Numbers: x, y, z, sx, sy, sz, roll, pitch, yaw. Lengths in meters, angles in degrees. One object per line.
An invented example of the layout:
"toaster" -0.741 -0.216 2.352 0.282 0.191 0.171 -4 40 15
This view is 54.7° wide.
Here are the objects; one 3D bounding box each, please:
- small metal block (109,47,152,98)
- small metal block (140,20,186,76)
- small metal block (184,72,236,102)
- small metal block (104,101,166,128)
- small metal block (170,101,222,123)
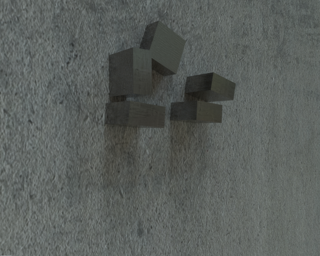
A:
"small metal block" -0.035 -0.062 0.359 0.025 0.050 0.050 -1 91 -40
"small metal block" 0.002 -0.103 0.406 0.050 0.025 0.050 26 74 -37
"small metal block" 0.072 -0.058 0.449 0.050 0.050 0.025 16 80 -39
"small metal block" -0.030 -0.015 0.363 0.050 0.050 0.025 7 86 -40
"small metal block" 0.050 -0.021 0.430 0.050 0.050 0.025 5 87 -40
